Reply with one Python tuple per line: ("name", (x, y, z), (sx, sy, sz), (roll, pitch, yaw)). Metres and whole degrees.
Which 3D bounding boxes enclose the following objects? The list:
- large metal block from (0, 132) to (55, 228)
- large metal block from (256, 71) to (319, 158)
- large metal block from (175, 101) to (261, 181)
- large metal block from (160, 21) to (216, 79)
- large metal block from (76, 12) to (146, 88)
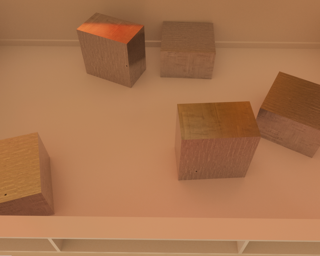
("large metal block", (-0.166, 0.059, 0.338), (0.081, 0.050, 0.080), (-13, 51, -11))
("large metal block", (0.177, -0.020, 0.406), (0.080, 0.050, 0.080), (24, 54, 19))
("large metal block", (0.060, 0.016, 0.356), (0.081, 0.080, 0.050), (-2, 50, -2))
("large metal block", (0.043, -0.125, 0.494), (0.080, 0.050, 0.080), (3, 50, 2))
("large metal block", (-0.070, -0.116, 0.467), (0.080, 0.080, 0.050), (20, 53, 16))
